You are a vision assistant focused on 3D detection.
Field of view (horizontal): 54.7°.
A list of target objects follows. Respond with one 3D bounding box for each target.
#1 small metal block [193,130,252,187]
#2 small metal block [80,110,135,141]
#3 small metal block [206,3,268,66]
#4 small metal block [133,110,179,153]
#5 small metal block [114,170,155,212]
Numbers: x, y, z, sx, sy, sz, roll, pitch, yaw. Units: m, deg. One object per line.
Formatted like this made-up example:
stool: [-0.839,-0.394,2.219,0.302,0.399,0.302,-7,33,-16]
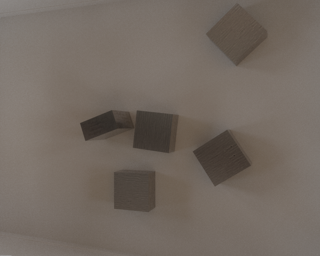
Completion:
small metal block: [0.077,0.036,0.383,0.050,0.025,0.050,-35,79,16]
small metal block: [-0.071,-0.003,0.422,0.050,0.050,0.025,-20,83,19]
small metal block: [0.094,-0.113,0.377,0.050,0.025,0.050,-44,77,14]
small metal block: [-0.005,0.004,0.412,0.050,0.025,0.050,7,92,19]
small metal block: [-0.034,0.084,0.423,0.050,0.025,0.050,0,90,20]
